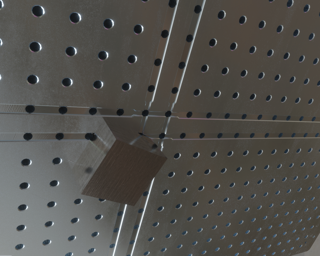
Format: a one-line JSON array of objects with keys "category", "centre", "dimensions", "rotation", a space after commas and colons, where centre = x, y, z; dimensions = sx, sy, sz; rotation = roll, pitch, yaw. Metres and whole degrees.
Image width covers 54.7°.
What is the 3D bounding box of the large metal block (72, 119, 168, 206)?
[{"category": "large metal block", "centre": [-0.052, 0.046, 0.397], "dimensions": [0.080, 0.050, 0.080], "rotation": [25, 105, -37]}]
